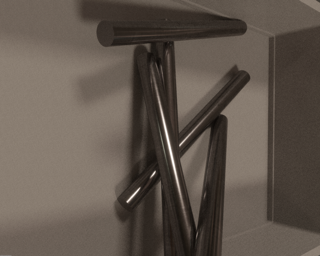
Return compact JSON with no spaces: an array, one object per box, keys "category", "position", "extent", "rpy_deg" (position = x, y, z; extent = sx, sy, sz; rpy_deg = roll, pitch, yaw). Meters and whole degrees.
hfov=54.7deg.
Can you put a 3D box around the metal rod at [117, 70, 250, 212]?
[{"category":"metal rod","position":[0.050,0.002,0.451],"extent":[0.301,0.025,0.025],"rpy_deg":[-44,117,-31]}]

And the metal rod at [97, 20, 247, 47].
[{"category":"metal rod","position":[0.041,-0.130,0.412],"extent":[0.302,0.025,0.025],"rpy_deg":[-22,105,-48]}]

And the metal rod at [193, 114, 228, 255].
[{"category":"metal rod","position":[0.064,0.065,0.367],"extent":[0.025,0.025,0.301],"rpy_deg":[61,25,-22]}]

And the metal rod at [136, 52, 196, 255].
[{"category":"metal rod","position":[0.012,0.047,0.341],"extent":[0.025,0.025,0.299],"rpy_deg":[7,61,-40]}]

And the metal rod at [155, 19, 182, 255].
[{"category":"metal rod","position":[0.011,0.008,0.392],"extent":[0.025,0.025,0.298],"rpy_deg":[5,79,-40]}]
